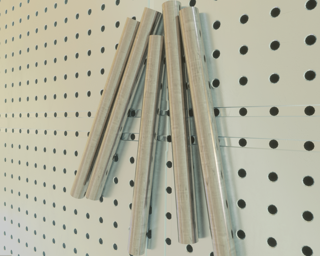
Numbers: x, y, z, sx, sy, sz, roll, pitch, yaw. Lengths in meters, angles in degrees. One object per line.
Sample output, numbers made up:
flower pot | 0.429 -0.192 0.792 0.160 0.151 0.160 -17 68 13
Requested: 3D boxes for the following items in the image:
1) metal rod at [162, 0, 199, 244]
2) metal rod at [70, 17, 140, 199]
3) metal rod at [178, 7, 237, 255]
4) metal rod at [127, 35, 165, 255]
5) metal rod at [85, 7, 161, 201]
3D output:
metal rod | 0.025 -0.010 0.390 0.025 0.025 0.299 -7 86 40
metal rod | -0.087 -0.020 0.482 0.025 0.025 0.298 34 111 35
metal rod | 0.055 0.004 0.365 0.025 0.025 0.299 -13 82 39
metal rod | -0.018 0.027 0.425 0.025 0.025 0.298 10 97 39
metal rod | -0.058 -0.024 0.459 0.025 0.025 0.298 32 110 35
